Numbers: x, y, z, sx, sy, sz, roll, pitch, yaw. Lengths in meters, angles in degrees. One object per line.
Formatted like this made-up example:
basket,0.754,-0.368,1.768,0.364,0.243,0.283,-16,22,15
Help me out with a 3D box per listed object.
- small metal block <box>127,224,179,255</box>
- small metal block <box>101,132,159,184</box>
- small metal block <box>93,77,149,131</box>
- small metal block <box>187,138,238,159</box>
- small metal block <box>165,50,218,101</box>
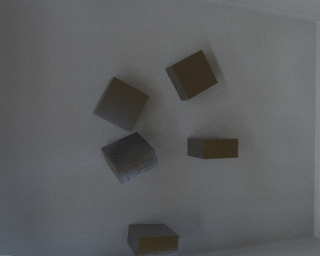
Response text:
small metal block,-0.010,0.142,0.394,0.050,0.050,0.025,5,89,-20
small metal block,-0.037,0.035,0.380,0.050,0.050,0.025,-25,125,-18
small metal block,-0.050,-0.029,0.392,0.050,0.025,0.050,28,81,-18
small metal block,0.071,0.027,0.423,0.050,0.050,0.025,0,91,-20
small metal block,0.043,-0.072,0.426,0.050,0.025,0.050,-31,100,-17
